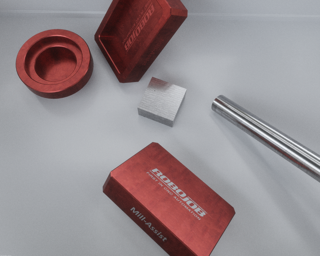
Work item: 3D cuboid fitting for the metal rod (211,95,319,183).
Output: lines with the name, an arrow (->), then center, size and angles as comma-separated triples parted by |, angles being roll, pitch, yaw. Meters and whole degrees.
metal rod -> 0.173, 0.044, 0.337 | 0.025, 0.025, 0.300 | -40, 53, -13

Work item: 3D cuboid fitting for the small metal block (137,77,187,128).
small metal block -> 0.003, -0.035, 0.423 | 0.050, 0.025, 0.050 | 21, 71, 7

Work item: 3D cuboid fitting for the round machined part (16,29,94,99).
round machined part -> -0.141, -0.084, 0.430 | 0.099, 0.042, 0.098 | 0, 70, -1

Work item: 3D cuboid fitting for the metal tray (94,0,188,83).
metal tray -> -0.031, -0.133, 0.406 | 0.030, 0.129, 0.090 | -14, 66, -44

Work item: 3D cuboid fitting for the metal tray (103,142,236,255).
metal tray -> 0.012, 0.082, 0.351 | 0.130, 0.030, 0.091 | 40, 38, 13
